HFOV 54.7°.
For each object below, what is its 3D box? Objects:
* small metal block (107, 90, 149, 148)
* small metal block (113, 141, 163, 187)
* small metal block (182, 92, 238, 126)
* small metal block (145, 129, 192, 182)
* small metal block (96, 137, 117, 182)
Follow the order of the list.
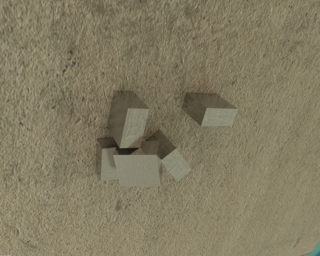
[{"bbox_3d":[-0.039,-0.011,0.362,0.025,0.050,0.050,0,118,-29],"label":"small metal block"},{"bbox_3d":[-0.025,0.044,0.373,0.050,0.025,0.050,-1,125,8],"label":"small metal block"},{"bbox_3d":[0.065,-0.025,0.411,0.050,0.050,0.025,0,119,-28],"label":"small metal block"},{"bbox_3d":[0.011,0.037,0.419,0.025,0.050,0.050,-38,129,-3],"label":"small metal block"},{"bbox_3d":[-0.055,0.038,0.401,0.050,0.025,0.050,-6,121,-25],"label":"small metal block"}]
